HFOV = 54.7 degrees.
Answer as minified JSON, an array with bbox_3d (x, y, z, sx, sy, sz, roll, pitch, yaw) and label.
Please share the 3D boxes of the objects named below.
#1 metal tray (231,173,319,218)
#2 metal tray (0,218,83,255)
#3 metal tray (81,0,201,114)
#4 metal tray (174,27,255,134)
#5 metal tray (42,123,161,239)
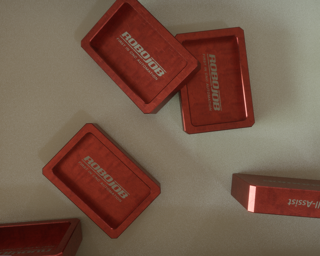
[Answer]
[{"bbox_3d":[0.163,0.082,0.381,0.131,0.090,0.030,5,90,-1],"label":"metal tray"},{"bbox_3d":[-0.170,0.147,0.375,0.131,0.090,0.030,-4,99,-1],"label":"metal tray"},{"bbox_3d":[-0.025,-0.092,0.389,0.090,0.030,0.130,-45,81,12],"label":"metal tray"},{"bbox_3d":[0.069,-0.061,0.409,0.091,0.030,0.129,-7,90,-1],"label":"metal tray"},{"bbox_3d":[-0.074,0.067,0.407,0.130,0.030,0.090,44,90,-1],"label":"metal tray"}]
